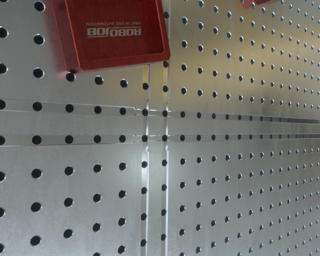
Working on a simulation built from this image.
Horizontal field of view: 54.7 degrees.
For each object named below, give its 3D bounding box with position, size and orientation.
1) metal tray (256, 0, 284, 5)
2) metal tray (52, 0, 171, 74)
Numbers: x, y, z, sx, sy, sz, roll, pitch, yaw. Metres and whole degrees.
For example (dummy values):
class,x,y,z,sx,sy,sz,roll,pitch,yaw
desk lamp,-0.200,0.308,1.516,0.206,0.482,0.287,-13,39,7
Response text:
class,x,y,z,sx,sy,sz,roll,pitch,yaw
metal tray,0.205,-0.305,0.581,0.091,0.030,0.129,-25,106,-38
metal tray,-0.051,-0.117,0.364,0.131,0.030,0.089,-17,101,-39
